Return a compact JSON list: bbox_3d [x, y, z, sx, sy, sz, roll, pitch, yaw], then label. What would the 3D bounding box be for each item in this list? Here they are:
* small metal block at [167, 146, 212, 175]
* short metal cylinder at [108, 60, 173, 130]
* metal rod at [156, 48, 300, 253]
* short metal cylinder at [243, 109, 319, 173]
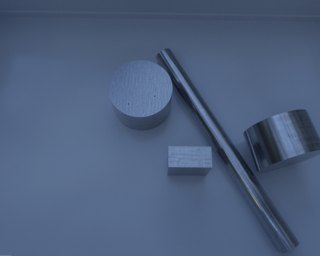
[{"bbox_3d":[0.035,0.042,0.382,0.050,0.050,0.025,1,70,0],"label":"small metal block"},{"bbox_3d":[-0.025,-0.042,0.412,0.081,0.050,0.080,0,70,0],"label":"short metal cylinder"},{"bbox_3d":[0.078,0.016,0.404,0.025,0.025,0.299,-28,73,-10],"label":"metal rod"},{"bbox_3d":[0.149,0.018,0.376,0.081,0.080,0.050,-14,71,-6],"label":"short metal cylinder"}]
